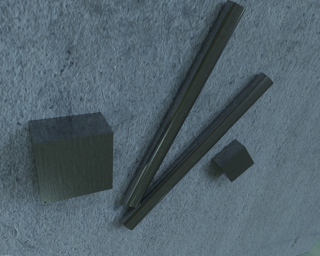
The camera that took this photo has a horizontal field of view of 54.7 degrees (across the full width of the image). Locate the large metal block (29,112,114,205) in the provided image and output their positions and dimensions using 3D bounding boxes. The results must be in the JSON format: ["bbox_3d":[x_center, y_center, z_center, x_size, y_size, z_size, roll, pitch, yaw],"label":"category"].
[{"bbox_3d":[-0.101,0.033,0.357,0.081,0.050,0.079,-9,122,-24],"label":"large metal block"}]

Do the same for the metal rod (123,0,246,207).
[{"bbox_3d":[0.024,-0.019,0.409,0.025,0.025,0.298,16,110,-35],"label":"metal rod"}]

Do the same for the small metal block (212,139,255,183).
[{"bbox_3d":[0.121,0.054,0.509,0.050,0.025,0.050,-40,130,-1],"label":"small metal block"}]

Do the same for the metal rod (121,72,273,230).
[{"bbox_3d":[0.052,0.037,0.460,0.300,0.025,0.025,-47,130,4],"label":"metal rod"}]
